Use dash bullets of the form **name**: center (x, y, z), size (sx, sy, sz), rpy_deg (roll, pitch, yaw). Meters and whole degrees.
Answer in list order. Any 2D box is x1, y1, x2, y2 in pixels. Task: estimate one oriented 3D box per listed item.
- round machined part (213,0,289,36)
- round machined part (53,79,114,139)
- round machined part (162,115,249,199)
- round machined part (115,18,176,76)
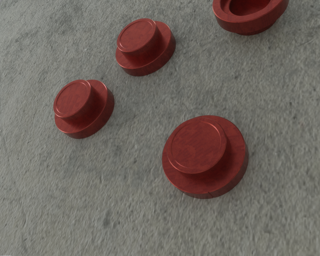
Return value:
- **round machined part**: center (0.126, -0.168, 0.429), size (0.098, 0.042, 0.098), rpy_deg (-13, 56, 20)
- **round machined part**: center (-0.124, -0.036, 0.478), size (0.098, 0.042, 0.098), rpy_deg (-13, 56, 20)
- **round machined part**: center (0.047, 0.027, 0.351), size (0.098, 0.042, 0.098), rpy_deg (-13, 56, 20)
- **round machined part**: center (-0.028, -0.133, 0.488), size (0.098, 0.042, 0.098), rpy_deg (-13, 56, 20)
